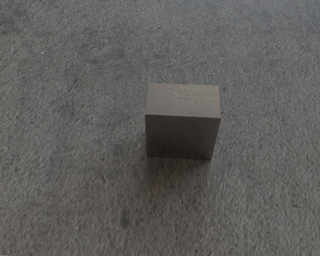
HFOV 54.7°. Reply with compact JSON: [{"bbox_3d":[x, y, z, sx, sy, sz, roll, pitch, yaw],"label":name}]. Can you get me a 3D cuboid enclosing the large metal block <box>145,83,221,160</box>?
[{"bbox_3d":[0.026,-0.006,0.373,0.080,0.080,0.050,3,50,2],"label":"large metal block"}]
